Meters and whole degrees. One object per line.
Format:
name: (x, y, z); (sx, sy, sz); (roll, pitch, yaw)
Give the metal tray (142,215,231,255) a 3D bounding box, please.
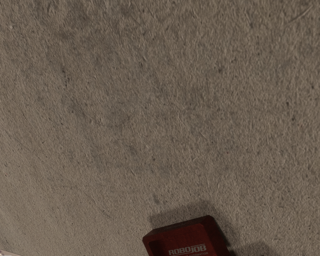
metal tray: (0.041, 0.196, 0.483); (0.130, 0.030, 0.090); (-28, 85, 37)
